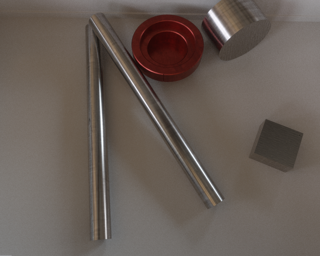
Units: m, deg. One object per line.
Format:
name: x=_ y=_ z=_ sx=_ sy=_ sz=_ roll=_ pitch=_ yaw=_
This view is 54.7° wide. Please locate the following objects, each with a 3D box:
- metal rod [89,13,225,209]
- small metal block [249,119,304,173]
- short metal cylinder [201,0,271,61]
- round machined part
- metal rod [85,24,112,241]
metal rod: x=-0.011 y=-0.031 z=0.408 sx=0.025 sy=0.025 sz=0.299 roll=-30 pitch=78 yaw=-11
small metal block: x=0.151 y=0.023 z=0.403 sx=0.050 sy=0.025 sz=0.050 roll=22 pitch=71 yaw=7
short metal cylinder: x=0.105 y=-0.140 z=0.433 sx=0.080 sy=0.080 sz=0.050 roll=-25 pitch=72 yaw=-9
round machined part: x=0.010 y=-0.108 z=0.440 sx=0.099 sy=0.042 sz=0.098 roll=0 pitch=70 yaw=-1
metal rod: x=-0.084 y=-0.009 z=0.412 sx=0.025 sy=0.025 sz=0.299 roll=-5 pitch=70 yaw=-2
